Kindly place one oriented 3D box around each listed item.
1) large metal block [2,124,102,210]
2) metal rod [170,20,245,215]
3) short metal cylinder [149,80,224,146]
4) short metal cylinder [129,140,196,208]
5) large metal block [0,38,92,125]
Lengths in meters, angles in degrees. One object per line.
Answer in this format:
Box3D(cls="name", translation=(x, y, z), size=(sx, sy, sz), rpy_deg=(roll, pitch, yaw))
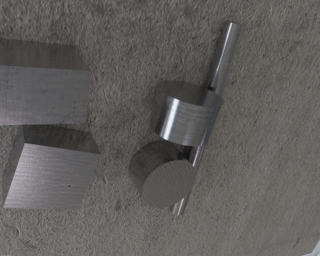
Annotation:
Box3D(cls="large metal block", translation=(-0.124, 0.044, 0.350), size=(0.081, 0.050, 0.080), rpy_deg=(13, 112, -34))
Box3D(cls="metal rod", translation=(0.060, 0.003, 0.441), size=(0.025, 0.025, 0.298), rpy_deg=(-1, 119, -28))
Box3D(cls="short metal cylinder", translation=(0.031, -0.020, 0.376), size=(0.081, 0.080, 0.050), rpy_deg=(1, 118, -29))
Box3D(cls="short metal cylinder", translation=(0.003, 0.064, 0.432), size=(0.081, 0.050, 0.079), rpy_deg=(-14, 124, -21))
Box3D(cls="large metal block", translation=(-0.115, -0.044, 0.281), size=(0.081, 0.080, 0.050), rpy_deg=(-2, 119, -28))
